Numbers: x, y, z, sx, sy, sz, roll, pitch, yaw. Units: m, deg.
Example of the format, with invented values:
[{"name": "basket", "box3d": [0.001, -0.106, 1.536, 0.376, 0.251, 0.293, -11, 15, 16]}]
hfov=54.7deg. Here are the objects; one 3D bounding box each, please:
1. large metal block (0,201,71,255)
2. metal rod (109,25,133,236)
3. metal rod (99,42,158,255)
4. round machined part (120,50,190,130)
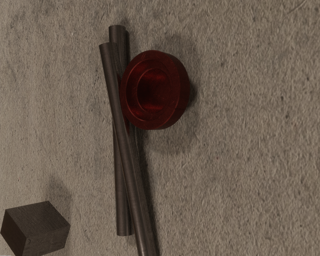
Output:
[{"name": "large metal block", "box3d": [-0.220, 0.179, 0.547, 0.080, 0.081, 0.050, 30, 109, 35]}, {"name": "metal rod", "box3d": [-0.056, 0.002, 0.448, 0.025, 0.025, 0.298, -4, 87, 39]}, {"name": "metal rod", "box3d": [-0.043, 0.032, 0.421, 0.025, 0.025, 0.298, -13, 87, 39]}, {"name": "round machined part", "box3d": [-0.002, -0.046, 0.394, 0.098, 0.042, 0.097, 0, 90, 39]}]
